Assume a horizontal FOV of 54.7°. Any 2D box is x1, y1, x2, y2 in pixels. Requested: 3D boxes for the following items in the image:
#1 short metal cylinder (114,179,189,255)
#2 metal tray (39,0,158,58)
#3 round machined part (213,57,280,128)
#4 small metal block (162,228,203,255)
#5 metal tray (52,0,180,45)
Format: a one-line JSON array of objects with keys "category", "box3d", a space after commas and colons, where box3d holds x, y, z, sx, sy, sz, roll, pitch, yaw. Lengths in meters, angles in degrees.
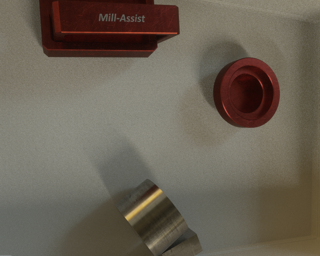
[{"category": "short metal cylinder", "box3d": [-0.011, 0.109, 0.378, 0.050, 0.080, 0.080, -37, 103, -16]}, {"category": "metal tray", "box3d": [-0.072, -0.132, 0.369, 0.131, 0.030, 0.089, -4, 88, -18]}, {"category": "round machined part", "box3d": [0.120, -0.049, 0.447, 0.099, 0.042, 0.097, 0, 90, -21]}, {"category": "small metal block", "box3d": [0.019, 0.152, 0.405, 0.050, 0.050, 0.025, -24, 101, -19]}, {"category": "metal tray", "box3d": [-0.054, -0.116, 0.355, 0.131, 0.090, 0.030, -6, 98, -20]}]
